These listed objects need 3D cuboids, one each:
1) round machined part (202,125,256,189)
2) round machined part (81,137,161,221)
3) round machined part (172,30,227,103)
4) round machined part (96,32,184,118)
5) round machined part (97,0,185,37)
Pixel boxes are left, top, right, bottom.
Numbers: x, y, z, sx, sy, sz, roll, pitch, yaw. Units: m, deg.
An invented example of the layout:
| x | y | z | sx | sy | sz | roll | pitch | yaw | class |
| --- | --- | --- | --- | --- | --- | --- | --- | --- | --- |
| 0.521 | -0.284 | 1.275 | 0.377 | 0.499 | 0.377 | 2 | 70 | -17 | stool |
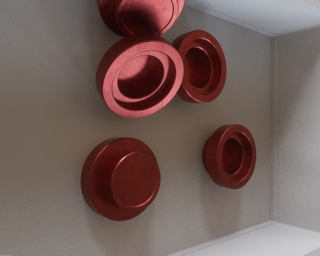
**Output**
| x | y | z | sx | sy | sz | roll | pitch | yaw | class |
| --- | --- | --- | --- | --- | --- | --- | --- | --- | --- |
| 0.104 | 0.043 | 0.483 | 0.099 | 0.042 | 0.097 | 0 | 90 | -40 | round machined part |
| -0.038 | 0.060 | 0.364 | 0.099 | 0.042 | 0.097 | 0 | 90 | -40 | round machined part |
| 0.046 | -0.083 | 0.433 | 0.099 | 0.042 | 0.097 | 0 | 90 | -40 | round machined part |
| -0.026 | -0.063 | 0.353 | 0.099 | 0.042 | 0.097 | -19 | 136 | -19 | round machined part |
| -0.018 | -0.137 | 0.341 | 0.099 | 0.098 | 0.042 | 14 | 45 | -39 | round machined part |
